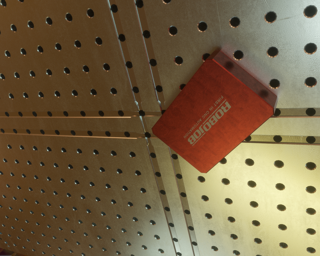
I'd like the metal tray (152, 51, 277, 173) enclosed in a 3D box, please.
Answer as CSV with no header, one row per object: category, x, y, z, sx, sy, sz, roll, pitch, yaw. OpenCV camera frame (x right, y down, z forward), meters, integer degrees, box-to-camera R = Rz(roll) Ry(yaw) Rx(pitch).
metal tray,0.059,-0.013,0.368,0.090,0.030,0.129,39,129,1
